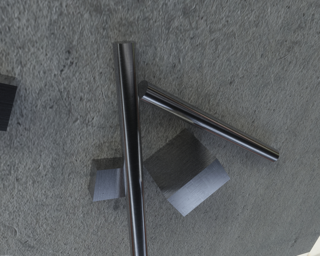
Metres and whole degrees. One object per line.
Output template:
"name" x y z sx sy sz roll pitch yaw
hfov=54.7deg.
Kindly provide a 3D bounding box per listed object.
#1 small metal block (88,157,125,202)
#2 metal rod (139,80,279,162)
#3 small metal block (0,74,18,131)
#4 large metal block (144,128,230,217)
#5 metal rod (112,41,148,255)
"small metal block" -0.066 0.067 0.414 0.050 0.025 0.050 -2 120 -28
"metal rod" 0.089 0.001 0.458 0.302 0.025 0.025 23 106 -37
"small metal block" -0.170 -0.028 0.297 0.050 0.025 0.050 10 113 -33
"large metal block" 0.035 0.059 0.429 0.080 0.080 0.050 -39 130 -2
"metal rod" -0.034 0.046 0.388 0.025 0.025 0.298 -12 114 -23
